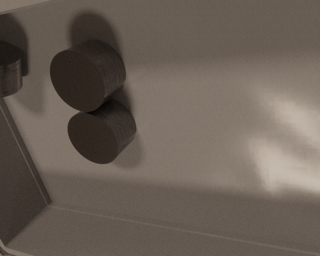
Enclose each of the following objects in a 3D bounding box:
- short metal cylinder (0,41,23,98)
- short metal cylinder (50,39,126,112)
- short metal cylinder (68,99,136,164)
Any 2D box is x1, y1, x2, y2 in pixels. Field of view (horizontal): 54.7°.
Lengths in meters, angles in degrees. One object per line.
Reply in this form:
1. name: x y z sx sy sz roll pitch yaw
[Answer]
1. short metal cylinder: -0.242 -0.086 0.445 0.080 0.080 0.050 25 127 12
2. short metal cylinder: -0.091 -0.067 0.397 0.080 0.050 0.079 13 124 20
3. short metal cylinder: -0.081 0.004 0.436 0.080 0.050 0.079 13 124 20
